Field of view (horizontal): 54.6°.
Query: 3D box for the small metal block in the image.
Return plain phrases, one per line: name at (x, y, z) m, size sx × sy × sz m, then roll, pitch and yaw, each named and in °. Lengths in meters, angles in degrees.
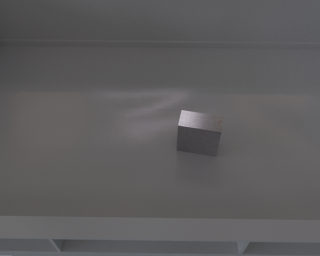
small metal block at (0.048, 0.007, 0.383) m, size 0.050 × 0.050 × 0.025 m, roll 9°, pitch 51°, yaw 7°
